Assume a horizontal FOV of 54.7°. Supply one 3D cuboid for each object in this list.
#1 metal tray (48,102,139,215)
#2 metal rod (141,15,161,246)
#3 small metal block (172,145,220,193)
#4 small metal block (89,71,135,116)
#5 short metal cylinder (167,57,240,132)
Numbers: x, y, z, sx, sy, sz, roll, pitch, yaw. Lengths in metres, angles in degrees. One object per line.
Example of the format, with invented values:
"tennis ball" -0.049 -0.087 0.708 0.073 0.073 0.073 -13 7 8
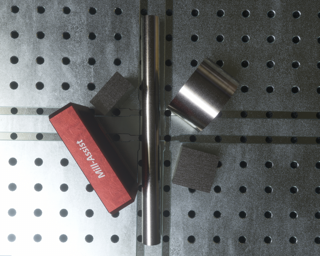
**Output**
"metal tray" -0.075 0.033 0.379 0.030 0.090 0.130 -33 90 0
"metal rod" -0.012 0.003 0.413 0.025 0.025 0.298 0 90 -1
"small metal block" 0.047 0.054 0.415 0.050 0.025 0.050 15 90 -1
"small metal block" -0.059 -0.042 0.399 0.025 0.050 0.050 41 90 -1
"short metal cylinder" 0.053 -0.041 0.386 0.050 0.080 0.080 38 90 -1
